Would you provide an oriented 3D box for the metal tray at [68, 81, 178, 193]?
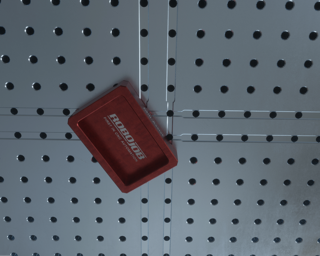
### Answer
[{"bbox_3d":[-0.046,0.014,0.415,0.090,0.030,0.130,-31,107,10],"label":"metal tray"}]
